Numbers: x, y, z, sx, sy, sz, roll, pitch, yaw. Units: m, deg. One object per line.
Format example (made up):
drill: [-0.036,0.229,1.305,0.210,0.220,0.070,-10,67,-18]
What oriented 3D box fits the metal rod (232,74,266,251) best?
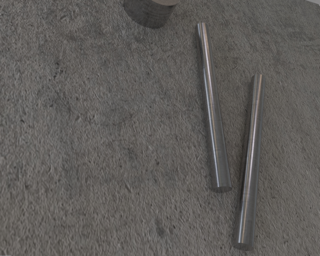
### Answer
metal rod: [0.137,0.028,0.460,0.025,0.025,0.300,27,52,-12]

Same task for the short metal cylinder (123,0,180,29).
short metal cylinder: [-0.014,-0.212,0.509,0.081,0.050,0.080,14,56,-21]

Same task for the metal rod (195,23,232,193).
metal rod: [0.077,-0.049,0.475,0.025,0.025,0.299,12,57,-22]
